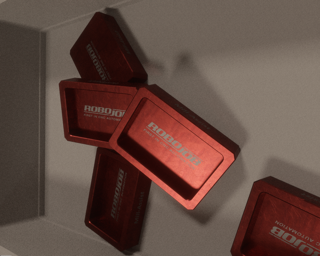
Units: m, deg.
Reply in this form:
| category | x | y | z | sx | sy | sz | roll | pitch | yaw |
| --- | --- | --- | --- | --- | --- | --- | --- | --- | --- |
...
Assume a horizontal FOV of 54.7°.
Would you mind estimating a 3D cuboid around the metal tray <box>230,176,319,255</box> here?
| category | x | y | z | sx | sy | sz | roll | pitch | yaw |
| --- | --- | --- | --- | --- | --- | --- | --- | --- | --- |
| metal tray | 0.140 | 0.112 | 0.287 | 0.130 | 0.030 | 0.089 | 24 | 105 | 37 |

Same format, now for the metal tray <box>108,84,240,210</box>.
| category | x | y | z | sx | sy | sz | roll | pitch | yaw |
| --- | --- | --- | --- | --- | --- | --- | --- | --- | --- |
| metal tray | 0.013 | 0.021 | 0.362 | 0.130 | 0.030 | 0.089 | 38 | 115 | 10 |

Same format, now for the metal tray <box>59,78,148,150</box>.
| category | x | y | z | sx | sy | sz | roll | pitch | yaw |
| --- | --- | --- | --- | --- | --- | --- | --- | --- | --- |
| metal tray | -0.077 | -0.019 | 0.430 | 0.130 | 0.030 | 0.089 | 8 | 110 | 25 |

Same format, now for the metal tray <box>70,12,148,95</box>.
| category | x | y | z | sx | sy | sz | roll | pitch | yaw |
| --- | --- | --- | --- | --- | --- | --- | --- | --- | --- |
| metal tray | -0.082 | -0.097 | 0.469 | 0.090 | 0.030 | 0.130 | -43 | 64 | 31 |

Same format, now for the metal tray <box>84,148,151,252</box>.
| category | x | y | z | sx | sy | sz | roll | pitch | yaw |
| --- | --- | --- | --- | --- | --- | --- | --- | --- | --- |
| metal tray | -0.062 | 0.098 | 0.452 | 0.090 | 0.030 | 0.129 | 19 | 102 | 38 |
